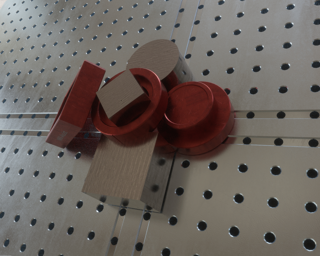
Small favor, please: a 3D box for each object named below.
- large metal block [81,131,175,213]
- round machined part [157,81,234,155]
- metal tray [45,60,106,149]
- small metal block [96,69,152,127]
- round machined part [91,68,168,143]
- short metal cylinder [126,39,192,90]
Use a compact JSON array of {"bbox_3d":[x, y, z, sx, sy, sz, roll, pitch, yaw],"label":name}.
[{"bbox_3d":[-0.036,0.051,0.376,0.080,0.050,0.080,1,62,28],"label":"large metal block"},{"bbox_3d":[0.039,-0.019,0.387,0.098,0.042,0.098,-13,56,21],"label":"round machined part"},{"bbox_3d":[-0.123,-0.029,0.441,0.129,0.030,0.090,-31,39,58],"label":"metal tray"},{"bbox_3d":[-0.043,-0.036,0.374,0.050,0.025,0.050,-36,51,4],"label":"small metal block"},{"bbox_3d":[-0.034,-0.025,0.393,0.098,0.042,0.098,-13,56,21],"label":"round machined part"},{"bbox_3d":[-0.001,-0.078,0.440,0.080,0.050,0.080,-13,56,21],"label":"short metal cylinder"}]
